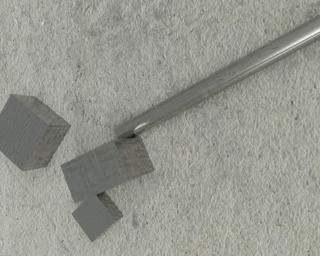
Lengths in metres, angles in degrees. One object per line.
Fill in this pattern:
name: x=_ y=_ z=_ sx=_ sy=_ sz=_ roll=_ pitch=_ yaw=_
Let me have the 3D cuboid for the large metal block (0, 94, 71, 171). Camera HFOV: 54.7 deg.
large metal block: x=-0.196 y=0.006 z=0.465 sx=0.080 sy=0.050 sz=0.080 roll=36 pitch=102 yaw=16

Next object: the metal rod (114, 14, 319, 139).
metal rod: x=0.072 y=-0.057 z=0.383 sx=0.300 sy=0.025 sz=0.025 roll=-28 pitch=81 yaw=17

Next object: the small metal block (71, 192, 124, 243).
small metal block: x=-0.089 y=0.124 z=0.440 sx=0.050 sy=0.025 sz=0.050 roll=-44 pitch=77 yaw=14

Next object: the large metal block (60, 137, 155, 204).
large metal block: x=-0.065 y=0.052 z=0.403 sx=0.080 sy=0.080 sz=0.050 roll=-25 pitch=82 yaw=18
